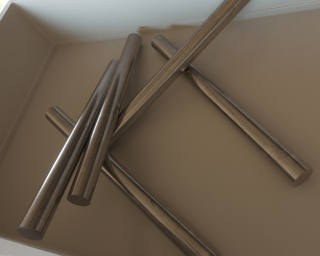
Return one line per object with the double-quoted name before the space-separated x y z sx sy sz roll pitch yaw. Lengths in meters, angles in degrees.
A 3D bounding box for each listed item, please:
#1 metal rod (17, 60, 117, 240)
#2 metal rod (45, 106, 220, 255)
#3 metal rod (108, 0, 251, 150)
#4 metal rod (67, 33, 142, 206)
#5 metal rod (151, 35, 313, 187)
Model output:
"metal rod" -0.096 -0.001 0.398 0.025 0.025 0.300 -12 38 22
"metal rod" -0.053 0.055 0.377 0.300 0.025 0.025 36 82 31
"metal rod" 0.012 -0.073 0.415 0.300 0.025 0.025 -46 51 7
"metal rod" -0.064 -0.036 0.423 0.025 0.025 0.300 -10 45 23
"metal rod" 0.068 -0.044 0.396 0.025 0.025 0.300 -39 51 2
